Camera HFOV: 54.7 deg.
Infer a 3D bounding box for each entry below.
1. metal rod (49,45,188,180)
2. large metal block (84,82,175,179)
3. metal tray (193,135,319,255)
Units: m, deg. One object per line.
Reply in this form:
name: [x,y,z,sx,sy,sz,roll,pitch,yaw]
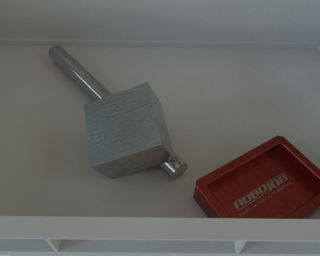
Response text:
metal rod: [-0.074,-0.037,0.434,0.025,0.025,0.300,-33,58,-25]
large metal block: [-0.036,0.004,0.359,0.080,0.050,0.080,-19,62,10]
metal tray: [0.115,0.071,0.343,0.131,0.030,0.090,-25,55,-20]
